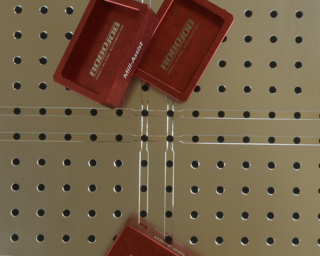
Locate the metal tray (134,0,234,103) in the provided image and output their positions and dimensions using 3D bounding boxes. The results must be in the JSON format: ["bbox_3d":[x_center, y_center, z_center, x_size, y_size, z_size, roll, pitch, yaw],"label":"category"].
[{"bbox_3d":[0.026,-0.109,0.410,0.090,0.030,0.130,30,90,0],"label":"metal tray"}]

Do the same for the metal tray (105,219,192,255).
[{"bbox_3d":[-0.011,0.194,0.410,0.130,0.030,0.090,32,90,0],"label":"metal tray"}]

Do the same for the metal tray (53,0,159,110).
[{"bbox_3d":[-0.069,-0.100,0.392,0.090,0.030,0.130,26,90,25],"label":"metal tray"}]
